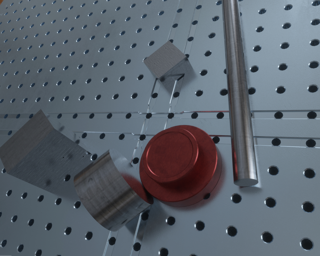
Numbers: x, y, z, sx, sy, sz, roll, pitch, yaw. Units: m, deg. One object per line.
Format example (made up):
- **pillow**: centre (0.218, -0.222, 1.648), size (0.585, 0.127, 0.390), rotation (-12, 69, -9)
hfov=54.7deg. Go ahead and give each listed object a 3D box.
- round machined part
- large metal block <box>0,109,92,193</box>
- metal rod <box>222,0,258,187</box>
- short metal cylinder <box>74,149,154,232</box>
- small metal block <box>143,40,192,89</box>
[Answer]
- **round machined part**: centre (0.019, 0.038, 0.363), size (0.098, 0.042, 0.098), rotation (-13, 56, 20)
- **large metal block**: centre (-0.159, 0.034, 0.433), size (0.080, 0.080, 0.050), rotation (-45, 51, -3)
- **metal rod**: centre (0.099, -0.072, 0.399), size (0.025, 0.025, 0.299), rotation (-10, 57, 22)
- **short metal cylinder**: centre (-0.052, 0.070, 0.356), size (0.050, 0.080, 0.080), rotation (-38, 51, 3)
- **small metal block**: centre (0.011, -0.095, 0.459), size (0.050, 0.025, 0.050), rotation (-38, 51, 2)
